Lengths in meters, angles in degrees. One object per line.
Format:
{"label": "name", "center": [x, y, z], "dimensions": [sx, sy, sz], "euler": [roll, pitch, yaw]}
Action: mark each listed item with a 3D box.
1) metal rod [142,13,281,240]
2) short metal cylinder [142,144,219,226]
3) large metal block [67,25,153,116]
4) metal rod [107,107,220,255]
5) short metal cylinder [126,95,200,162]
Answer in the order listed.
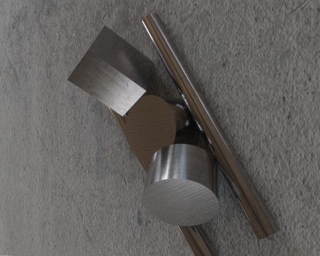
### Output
{"label": "metal rod", "center": [0.049, -0.018, 0.365], "dimensions": [0.025, 0.025, 0.299], "euler": [-39, 66, 33]}
{"label": "short metal cylinder", "center": [0.024, 0.064, 0.343], "dimensions": [0.080, 0.080, 0.050], "euler": [-38, 24, 33]}
{"label": "large metal block", "center": [-0.060, -0.075, 0.400], "dimensions": [0.050, 0.080, 0.080], "euler": [-44, 22, 31]}
{"label": "metal rod", "center": [-0.016, 0.041, 0.419], "dimensions": [0.025, 0.025, 0.299], "euler": [-48, 62, 29]}
{"label": "short metal cylinder", "center": [0.003, 0.001, 0.387], "dimensions": [0.080, 0.050, 0.080], "euler": [0, 90, 40]}
